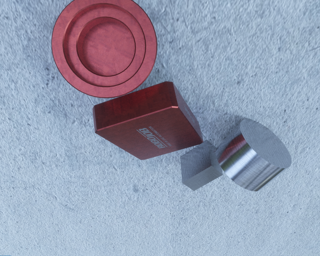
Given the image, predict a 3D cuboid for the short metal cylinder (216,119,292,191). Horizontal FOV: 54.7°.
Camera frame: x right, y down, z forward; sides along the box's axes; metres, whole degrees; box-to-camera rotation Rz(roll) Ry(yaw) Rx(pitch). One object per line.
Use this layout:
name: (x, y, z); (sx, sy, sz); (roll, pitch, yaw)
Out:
short metal cylinder: (0.121, 0.035, 0.403); (0.080, 0.080, 0.050); (23, 126, -19)

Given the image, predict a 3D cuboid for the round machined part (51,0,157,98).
round machined part: (-0.052, -0.080, 0.309); (0.099, 0.042, 0.097); (0, 99, -2)

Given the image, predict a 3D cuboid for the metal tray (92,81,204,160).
metal tray: (-0.007, -0.001, 0.365); (0.090, 0.030, 0.130); (-17, 156, 14)

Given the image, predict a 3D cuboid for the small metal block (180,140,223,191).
small metal block: (0.057, 0.053, 0.437); (0.050, 0.050, 0.025); (-36, 122, 26)
